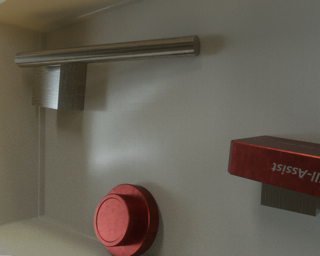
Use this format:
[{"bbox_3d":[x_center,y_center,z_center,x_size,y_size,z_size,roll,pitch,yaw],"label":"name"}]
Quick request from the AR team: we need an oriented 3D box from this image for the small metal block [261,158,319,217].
[{"bbox_3d":[0.128,0.053,0.300,0.050,0.025,0.050,4,93,39],"label":"small metal block"}]

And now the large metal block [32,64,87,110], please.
[{"bbox_3d":[-0.173,-0.074,0.530,0.080,0.050,0.079,10,96,39],"label":"large metal block"}]

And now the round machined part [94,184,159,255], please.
[{"bbox_3d":[-0.052,0.125,0.423,0.098,0.042,0.098,-13,68,37],"label":"round machined part"}]

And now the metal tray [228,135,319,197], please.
[{"bbox_3d":[0.138,0.033,0.266,0.130,0.091,0.030,10,99,40],"label":"metal tray"}]

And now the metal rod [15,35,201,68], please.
[{"bbox_3d":[-0.090,-0.104,0.436,0.301,0.025,0.025,3,92,26],"label":"metal rod"}]
